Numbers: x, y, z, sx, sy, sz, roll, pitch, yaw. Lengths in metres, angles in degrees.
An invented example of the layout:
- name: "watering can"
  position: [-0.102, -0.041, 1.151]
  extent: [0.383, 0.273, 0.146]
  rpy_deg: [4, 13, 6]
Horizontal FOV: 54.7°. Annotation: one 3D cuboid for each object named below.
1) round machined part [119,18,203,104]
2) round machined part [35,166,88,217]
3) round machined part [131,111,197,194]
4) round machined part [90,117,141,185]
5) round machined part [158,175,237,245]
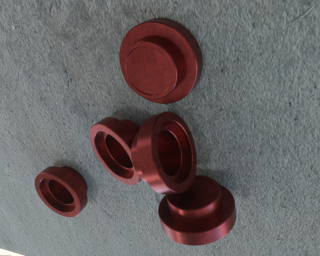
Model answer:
- name: "round machined part"
  position: [-0.005, -0.071, 0.354]
  extent: [0.098, 0.042, 0.097]
  rpy_deg: [13, 124, 21]
- name: "round machined part"
  position: [-0.169, 0.108, 0.552]
  extent: [0.098, 0.042, 0.097]
  rpy_deg: [13, 124, 21]
- name: "round machined part"
  position: [0.002, 0.032, 0.378]
  extent: [0.042, 0.098, 0.098]
  rpy_deg: [-14, 112, 33]
- name: "round machined part"
  position: [-0.049, 0.027, 0.426]
  extent: [0.098, 0.042, 0.097]
  rpy_deg: [29, 139, 30]
- name: "round machined part"
  position: [0.046, 0.097, 0.396]
  extent: [0.098, 0.098, 0.042]
  rpy_deg: [1, 119, 27]
